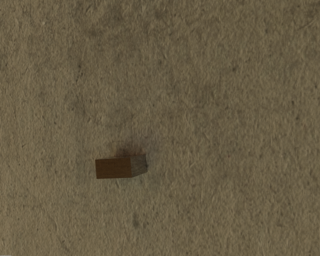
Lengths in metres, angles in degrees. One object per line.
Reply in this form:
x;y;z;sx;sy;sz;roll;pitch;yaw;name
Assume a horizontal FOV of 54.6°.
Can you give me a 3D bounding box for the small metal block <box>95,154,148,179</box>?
-0.050;0.051;0.414;0.050;0.050;0.025;-5;88;20;small metal block
